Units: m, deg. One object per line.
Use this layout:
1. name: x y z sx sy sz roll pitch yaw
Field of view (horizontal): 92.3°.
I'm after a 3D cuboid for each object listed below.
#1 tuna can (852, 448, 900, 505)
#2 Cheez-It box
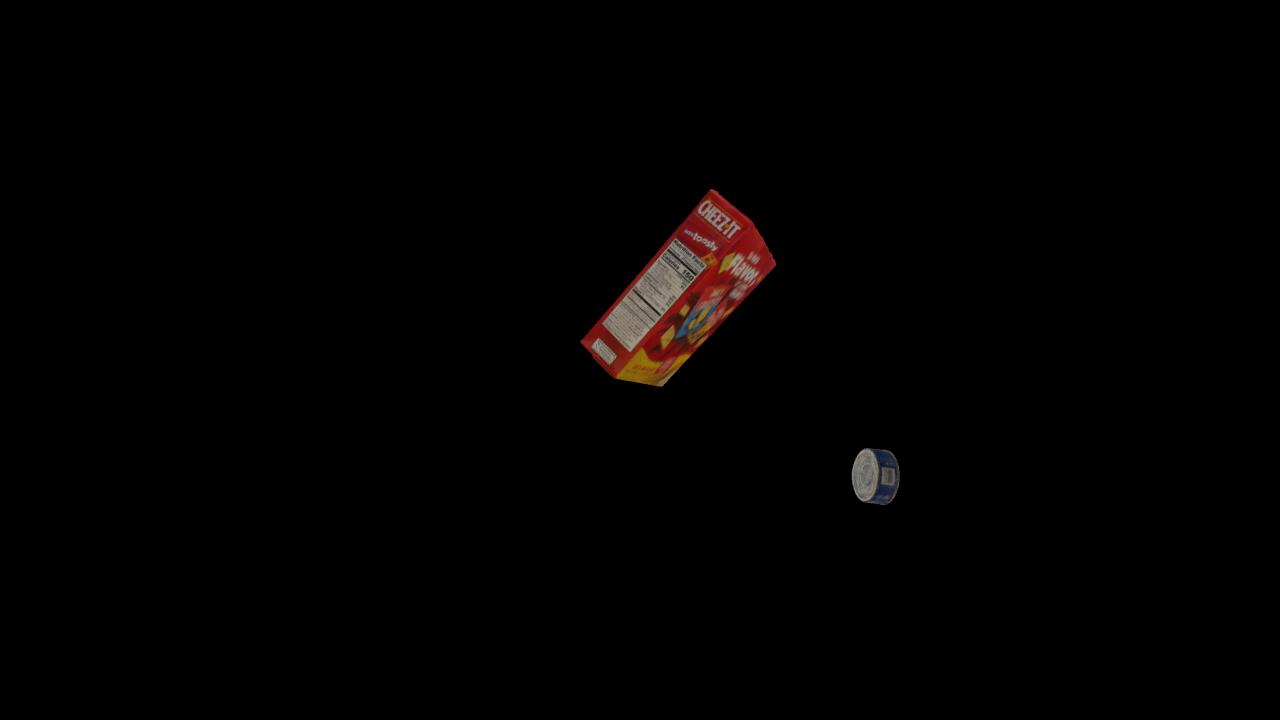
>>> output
1. tuna can: 0.358 0.177 0.939 0.034 0.084 0.084 8 -1 -8
2. Cheez-It box: 0.052 -0.072 0.726 0.071 0.223 0.166 46 11 19
